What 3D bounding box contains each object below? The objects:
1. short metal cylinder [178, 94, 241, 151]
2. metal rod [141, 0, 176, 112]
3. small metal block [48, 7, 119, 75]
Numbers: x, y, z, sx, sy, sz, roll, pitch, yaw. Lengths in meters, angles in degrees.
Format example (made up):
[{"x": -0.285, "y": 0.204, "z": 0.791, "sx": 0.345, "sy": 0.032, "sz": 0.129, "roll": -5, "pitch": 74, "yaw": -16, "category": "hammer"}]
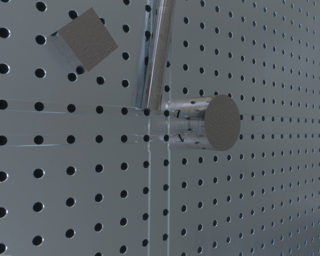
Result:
[{"x": 0.073, "y": -0.007, "z": 0.454, "sx": 0.081, "sy": 0.050, "sz": 0.079, "roll": 0, "pitch": 90, "yaw": -40, "category": "short metal cylinder"}, {"x": 0.009, "y": -0.170, "z": 0.415, "sx": 0.025, "sy": 0.025, "sz": 0.298, "roll": 13, "pitch": 82, "yaw": -39, "category": "metal rod"}, {"x": -0.083, "y": -0.095, "z": 0.340, "sx": 0.050, "sy": 0.025, "sz": 0.050, "roll": -49, "pitch": 119, "yaw": -29, "category": "small metal block"}]
